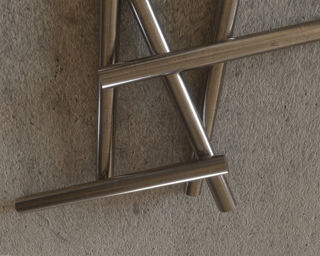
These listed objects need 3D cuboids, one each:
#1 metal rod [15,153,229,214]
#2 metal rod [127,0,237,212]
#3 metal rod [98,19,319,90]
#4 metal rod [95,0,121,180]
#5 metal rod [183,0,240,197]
[{"bbox_3d":[-0.062,0.077,0.406,0.301,0.025,0.025,-14,110,17],"label":"metal rod"},{"bbox_3d":[0.029,-0.030,0.379,0.025,0.025,0.299,-23,101,8],"label":"metal rod"},{"bbox_3d":[0.082,-0.089,0.351,0.302,0.025,0.025,-14,110,-6],"label":"metal rod"},{"bbox_3d":[-0.064,-0.068,0.383,0.025,0.025,0.298,5,110,-2],"label":"metal rod"},{"bbox_3d":[0.065,-0.047,0.392,0.025,0.025,0.298,7,110,-3],"label":"metal rod"}]
